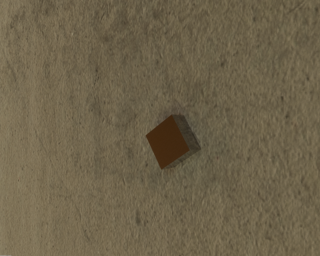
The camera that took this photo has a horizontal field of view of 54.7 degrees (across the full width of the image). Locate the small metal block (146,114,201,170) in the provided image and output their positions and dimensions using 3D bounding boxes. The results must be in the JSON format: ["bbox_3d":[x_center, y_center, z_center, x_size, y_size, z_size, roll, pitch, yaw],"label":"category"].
[{"bbox_3d":[0.016,0.018,0.390,0.050,0.025,0.050,-39,67,33],"label":"small metal block"}]
